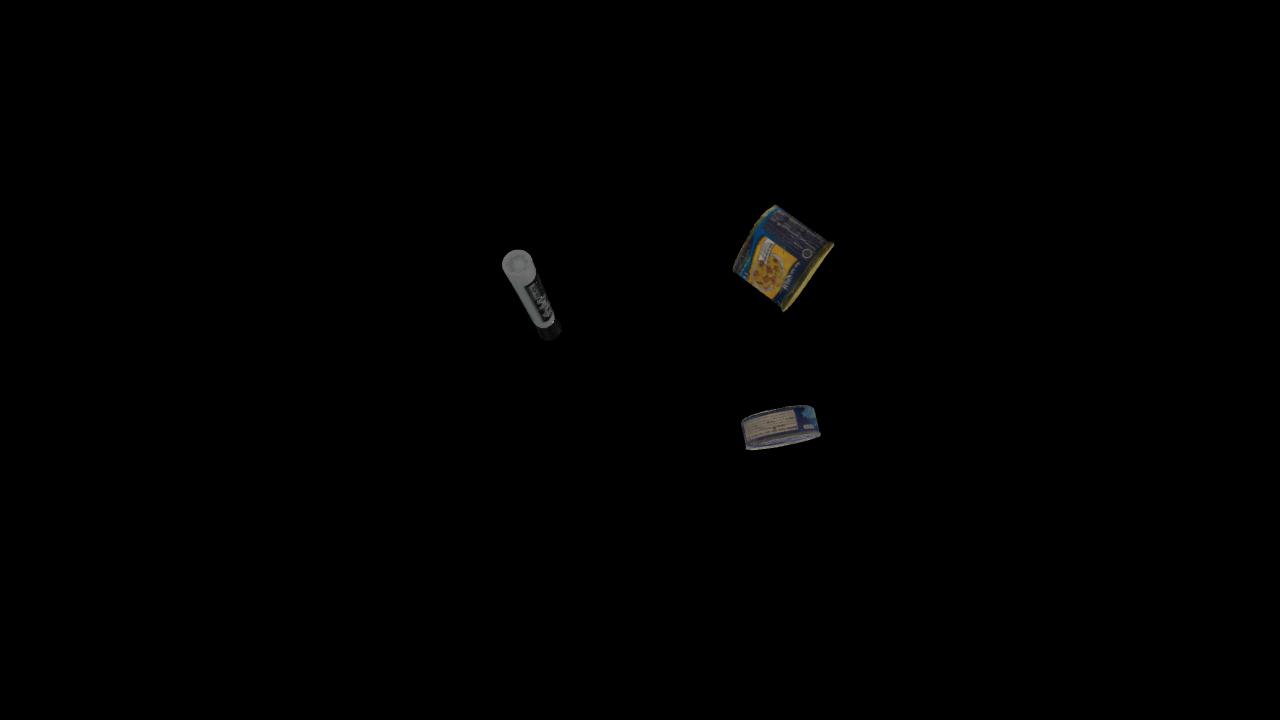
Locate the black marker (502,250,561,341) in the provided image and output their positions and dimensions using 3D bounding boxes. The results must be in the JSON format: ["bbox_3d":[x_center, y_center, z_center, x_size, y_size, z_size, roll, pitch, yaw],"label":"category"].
[{"bbox_3d":[-0.073,-0.041,0.432,0.020,0.020,0.121,0,-18,2],"label":"black marker"}]

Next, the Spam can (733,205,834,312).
[{"bbox_3d":[0.167,-0.122,0.736,0.058,0.085,0.101,-44,-13,-32],"label":"Spam can"}]

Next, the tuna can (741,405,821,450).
[{"bbox_3d":[0.157,0.076,0.689,0.084,0.034,0.084,-9,-16,-2],"label":"tuna can"}]
